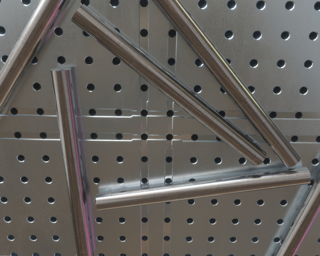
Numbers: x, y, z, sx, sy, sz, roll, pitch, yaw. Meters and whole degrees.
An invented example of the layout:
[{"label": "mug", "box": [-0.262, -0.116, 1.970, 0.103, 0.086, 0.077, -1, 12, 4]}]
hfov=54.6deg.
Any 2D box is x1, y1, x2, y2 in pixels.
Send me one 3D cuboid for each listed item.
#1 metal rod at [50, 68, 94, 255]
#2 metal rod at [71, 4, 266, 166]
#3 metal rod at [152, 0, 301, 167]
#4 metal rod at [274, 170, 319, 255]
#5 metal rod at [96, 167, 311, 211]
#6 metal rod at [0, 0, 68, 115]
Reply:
[{"label": "metal rod", "box": [-0.120, 0.067, 0.436, 0.025, 0.025, 0.298, -1, 110, 0]}, {"label": "metal rod", "box": [0.021, -0.046, 0.396, 0.301, 0.025, 0.025, 37, 106, -13]}, {"label": "metal rod", "box": [0.086, -0.061, 0.391, 0.025, 0.025, 0.300, -39, 106, 13]}, {"label": "metal rod", "box": [0.201, 0.183, 0.482, 0.025, 0.025, 0.298, 16, 109, -6]}, {"label": "metal rod", "box": [0.059, 0.088, 0.445, 0.301, 0.025, 0.025, -8, 110, 2]}, {"label": "metal rod", "box": [-0.165, -0.093, 0.377, 0.025, 0.025, 0.299, 35, 106, -12]}]
